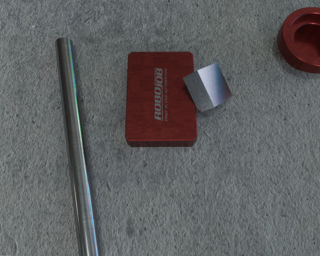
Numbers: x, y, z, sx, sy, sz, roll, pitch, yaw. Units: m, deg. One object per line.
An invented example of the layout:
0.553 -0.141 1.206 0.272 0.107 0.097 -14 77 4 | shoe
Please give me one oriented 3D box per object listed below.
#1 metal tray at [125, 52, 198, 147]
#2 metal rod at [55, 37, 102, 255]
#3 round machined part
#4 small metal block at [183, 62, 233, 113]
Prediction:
0.001 -0.040 0.420 0.091 0.030 0.130 0 70 0 | metal tray
-0.109 0.013 0.402 0.025 0.025 0.299 -11 70 -4 | metal rod
0.217 -0.121 0.445 0.099 0.042 0.098 0 70 0 | round machined part
0.064 -0.054 0.407 0.050 0.025 0.050 -30 96 -45 | small metal block
